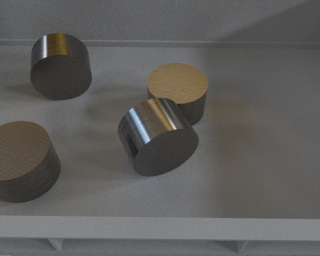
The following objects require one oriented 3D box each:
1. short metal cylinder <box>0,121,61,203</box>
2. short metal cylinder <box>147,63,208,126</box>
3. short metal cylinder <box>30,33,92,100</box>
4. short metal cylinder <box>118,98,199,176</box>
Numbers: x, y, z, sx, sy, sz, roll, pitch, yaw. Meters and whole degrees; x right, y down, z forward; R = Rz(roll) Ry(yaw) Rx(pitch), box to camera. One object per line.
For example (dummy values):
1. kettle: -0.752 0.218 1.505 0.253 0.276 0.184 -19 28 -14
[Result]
1. short metal cylinder: -0.161 0.038 0.356 0.080 0.050 0.080 0 50 0
2. short metal cylinder: 0.023 -0.045 0.426 0.080 0.050 0.080 0 50 0
3. short metal cylinder: -0.140 -0.086 0.441 0.081 0.080 0.050 -10 51 -9
4. short metal cylinder: -0.002 0.012 0.360 0.081 0.080 0.050 -19 53 -15
